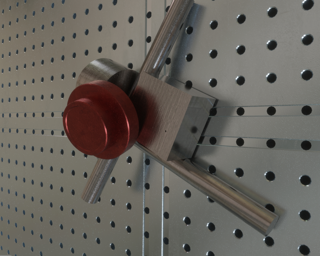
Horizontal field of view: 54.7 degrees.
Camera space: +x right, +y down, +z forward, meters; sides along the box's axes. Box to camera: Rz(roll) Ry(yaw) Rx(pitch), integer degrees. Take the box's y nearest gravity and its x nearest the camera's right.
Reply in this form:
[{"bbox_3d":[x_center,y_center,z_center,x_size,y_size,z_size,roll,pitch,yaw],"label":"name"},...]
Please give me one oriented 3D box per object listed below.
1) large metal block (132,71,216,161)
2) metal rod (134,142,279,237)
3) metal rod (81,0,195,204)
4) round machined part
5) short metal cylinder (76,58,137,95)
[{"bbox_3d":[0.009,-0.016,0.380,0.080,0.050,0.079,32,110,35],"label":"large metal block"},{"bbox_3d":[0.008,0.036,0.400,0.300,0.025,0.025,31,109,35],"label":"metal rod"},{"bbox_3d":[-0.035,-0.031,0.410,0.025,0.025,0.298,34,104,34],"label":"metal rod"},{"bbox_3d":[-0.078,-0.005,0.375,0.098,0.042,0.097,13,116,28],"label":"round machined part"},{"bbox_3d":[-0.067,-0.050,0.426,0.050,0.081,0.079,31,109,35],"label":"short metal cylinder"}]
